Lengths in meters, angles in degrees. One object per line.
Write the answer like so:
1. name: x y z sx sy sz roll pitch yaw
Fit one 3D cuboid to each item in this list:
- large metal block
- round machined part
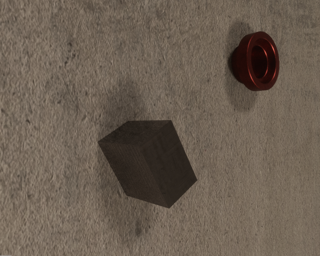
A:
1. large metal block: -0.015 0.038 0.358 0.050 0.080 0.080 -38 114 -34
2. round machined part: 0.160 -0.111 0.531 0.099 0.042 0.097 0 90 -40
